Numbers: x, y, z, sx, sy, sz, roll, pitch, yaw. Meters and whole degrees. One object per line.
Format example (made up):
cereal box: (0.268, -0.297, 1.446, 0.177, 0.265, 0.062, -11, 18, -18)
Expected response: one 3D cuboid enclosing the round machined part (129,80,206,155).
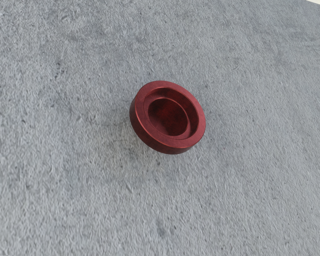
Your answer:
round machined part: (0.006, -0.010, 0.402, 0.099, 0.042, 0.098, 13, 56, -21)
